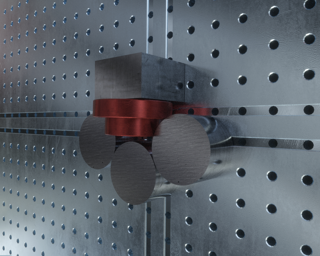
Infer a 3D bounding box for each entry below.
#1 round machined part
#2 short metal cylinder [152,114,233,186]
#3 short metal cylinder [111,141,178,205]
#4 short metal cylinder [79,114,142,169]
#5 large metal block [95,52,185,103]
[{"bbox_3d":[-0.034,-0.012,0.388,0.098,0.099,0.042,3,91,40],"label":"round machined part"},{"bbox_3d":[0.037,0.024,0.363,0.080,0.050,0.079,0,90,40],"label":"short metal cylinder"},{"bbox_3d":[-0.019,0.057,0.410,0.080,0.050,0.079,0,90,40],"label":"short metal cylinder"},{"bbox_3d":[-0.073,0.018,0.454,0.080,0.050,0.079,0,90,40],"label":"short metal cylinder"},{"bbox_3d":[-0.025,-0.059,0.394,0.080,0.081,0.050,1,91,40],"label":"large metal block"}]
